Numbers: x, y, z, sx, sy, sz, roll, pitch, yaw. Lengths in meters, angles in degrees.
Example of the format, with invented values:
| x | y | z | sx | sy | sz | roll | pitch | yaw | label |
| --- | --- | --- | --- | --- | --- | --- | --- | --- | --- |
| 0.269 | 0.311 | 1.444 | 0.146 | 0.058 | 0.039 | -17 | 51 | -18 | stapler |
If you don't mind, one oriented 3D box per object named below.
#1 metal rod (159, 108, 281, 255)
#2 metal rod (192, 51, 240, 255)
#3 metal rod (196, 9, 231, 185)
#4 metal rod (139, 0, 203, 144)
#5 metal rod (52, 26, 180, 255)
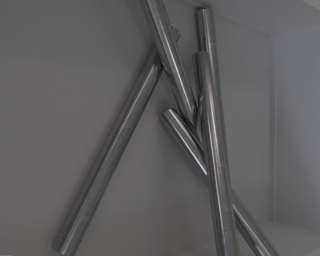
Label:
| x | y | z | sx | sy | sz | roll | pitch | yaw | label |
| --- | --- | --- | --- | --- | --- | --- | --- | --- | --- |
| 0.094 | 0.101 | 0.392 | 0.025 | 0.025 | 0.299 | -27 | 78 | -37 | metal rod |
| 0.068 | 0.035 | 0.382 | 0.025 | 0.025 | 0.299 | 16 | 60 | -39 | metal rod |
| 0.085 | -0.027 | 0.477 | 0.025 | 0.025 | 0.298 | -12 | 98 | -39 | metal rod |
| 0.028 | -0.050 | 0.403 | 0.025 | 0.025 | 0.299 | -41 | 123 | -32 | metal rod |
| -0.043 | 0.000 | 0.370 | 0.025 | 0.025 | 0.300 | 37 | 67 | -34 | metal rod |
